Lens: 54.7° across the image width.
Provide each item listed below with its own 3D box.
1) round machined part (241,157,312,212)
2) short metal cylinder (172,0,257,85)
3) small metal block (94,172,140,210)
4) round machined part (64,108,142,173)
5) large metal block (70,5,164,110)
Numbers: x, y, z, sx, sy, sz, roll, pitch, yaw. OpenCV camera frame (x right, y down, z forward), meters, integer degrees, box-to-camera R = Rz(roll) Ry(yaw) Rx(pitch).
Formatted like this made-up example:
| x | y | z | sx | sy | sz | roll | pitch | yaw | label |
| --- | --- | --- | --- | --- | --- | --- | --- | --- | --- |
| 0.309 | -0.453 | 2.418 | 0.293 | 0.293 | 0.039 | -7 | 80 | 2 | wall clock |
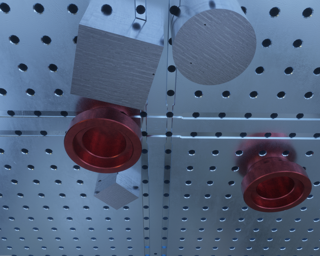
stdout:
| x | y | z | sx | sy | sz | roll | pitch | yaw | label |
| --- | --- | --- | --- | --- | --- | --- | --- | --- | --- |
| 0.173 | 0.083 | 0.473 | 0.099 | 0.042 | 0.097 | 0 | 130 | 0 | round machined part |
| 0.052 | -0.091 | 0.318 | 0.081 | 0.050 | 0.079 | 0 | 130 | 0 | short metal cylinder |
| -0.069 | 0.100 | 0.496 | 0.050 | 0.025 | 0.050 | -34 | 123 | 25 | small metal block |
| -0.072 | 0.012 | 0.410 | 0.099 | 0.042 | 0.097 | 0 | 130 | 0 | round machined part |
| -0.046 | -0.073 | 0.332 | 0.081 | 0.050 | 0.079 | 12 | 129 | -11 | large metal block |
